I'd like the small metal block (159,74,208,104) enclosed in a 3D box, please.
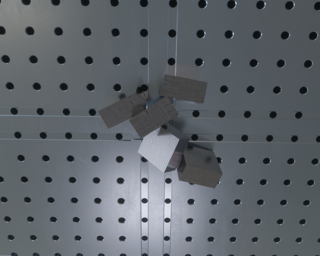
[{"bbox_3d":[0.027,-0.046,0.380,0.050,0.050,0.025,10,92,-4],"label":"small metal block"}]

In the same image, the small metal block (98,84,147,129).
[{"bbox_3d":[-0.045,-0.028,0.389,0.050,0.050,0.025,-25,108,9],"label":"small metal block"}]

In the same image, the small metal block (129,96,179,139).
[{"bbox_3d":[-0.007,-0.012,0.368,0.050,0.050,0.025,-33,90,0],"label":"small metal block"}]

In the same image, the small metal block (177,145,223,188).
[{"bbox_3d":[0.050,0.050,0.414,0.050,0.050,0.025,15,117,-13],"label":"small metal block"}]

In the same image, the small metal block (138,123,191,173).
[{"bbox_3d":[0.004,0.023,0.408,0.050,0.025,0.050,35,112,31],"label":"small metal block"}]
